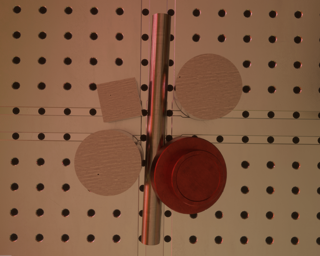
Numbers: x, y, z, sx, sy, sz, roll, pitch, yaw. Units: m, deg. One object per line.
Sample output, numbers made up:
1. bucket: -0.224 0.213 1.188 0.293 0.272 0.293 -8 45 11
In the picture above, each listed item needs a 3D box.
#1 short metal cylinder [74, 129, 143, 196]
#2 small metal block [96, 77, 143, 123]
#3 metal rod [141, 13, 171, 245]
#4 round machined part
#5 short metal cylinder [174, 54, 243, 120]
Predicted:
1. short metal cylinder: -0.062 0.042 0.396 0.081 0.050 0.079 0 90 0
2. small metal block: -0.052 -0.036 0.409 0.050 0.025 0.050 -11 90 0
3. metal rod: -0.005 0.002 0.409 0.025 0.025 0.298 3 90 0
4. round machined part: 0.041 0.060 0.389 0.099 0.042 0.097 0 90 -16
5. short metal cylinder: 0.059 -0.050 0.397 0.081 0.050 0.079 0 90 0
